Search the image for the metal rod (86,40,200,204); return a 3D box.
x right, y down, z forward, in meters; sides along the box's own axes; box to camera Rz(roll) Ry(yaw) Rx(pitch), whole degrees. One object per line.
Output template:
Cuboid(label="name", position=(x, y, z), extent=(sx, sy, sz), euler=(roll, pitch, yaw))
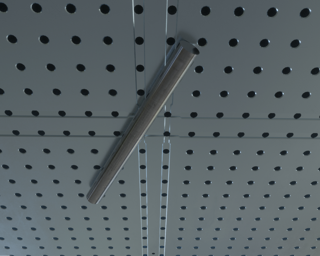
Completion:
Cuboid(label="metal rod", position=(-0.038, 0.013, 0.422), extent=(0.025, 0.025, 0.298), euler=(22, 127, -18))
